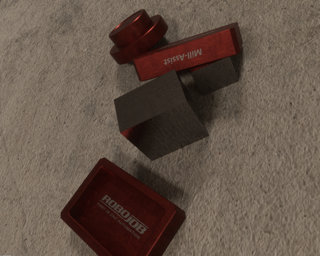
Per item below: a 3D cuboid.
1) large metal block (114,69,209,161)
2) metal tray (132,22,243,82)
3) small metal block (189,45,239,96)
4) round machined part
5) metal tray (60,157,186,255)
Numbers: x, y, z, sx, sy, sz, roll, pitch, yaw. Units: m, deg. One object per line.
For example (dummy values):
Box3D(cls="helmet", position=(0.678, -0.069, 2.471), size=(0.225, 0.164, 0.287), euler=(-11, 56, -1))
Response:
Box3D(cls="large metal block", position=(0.003, -0.012, 0.373), size=(0.080, 0.080, 0.050), euler=(-25, 53, 12))
Box3D(cls="metal tray", position=(0.039, -0.102, 0.409), size=(0.130, 0.030, 0.090), euler=(-12, 18, 21))
Box3D(cls="small metal block", position=(0.068, -0.074, 0.397), size=(0.050, 0.050, 0.025), euler=(-22, 53, 14))
Box3D(cls="round machined part", position=(-0.039, -0.146, 0.478), size=(0.098, 0.042, 0.098), euler=(-29, 28, 18))
Box3D(cls="metal tray", position=(-0.047, 0.101, 0.361), size=(0.130, 0.030, 0.090), euler=(26, 76, 36))
